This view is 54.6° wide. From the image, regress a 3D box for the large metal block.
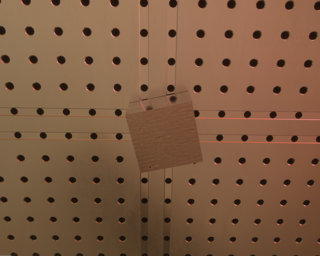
[{"bbox_3d":[0.006,0.004,0.401,0.080,0.050,0.080,-11,110,4],"label":"large metal block"}]
